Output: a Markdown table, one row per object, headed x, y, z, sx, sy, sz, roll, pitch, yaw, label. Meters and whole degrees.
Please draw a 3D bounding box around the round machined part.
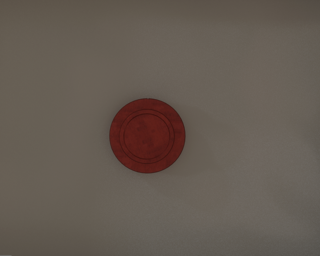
| x | y | z | sx | sy | sz | roll | pitch | yaw | label |
| --- | --- | --- | --- | --- | --- | --- | --- | --- | --- |
| -0.016 | 0.010 | 0.399 | 0.099 | 0.042 | 0.097 | 0 | 90 | -1 | round machined part |
